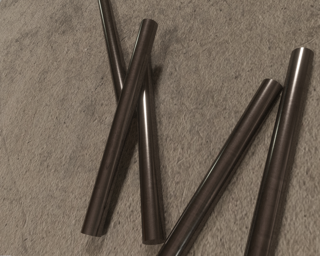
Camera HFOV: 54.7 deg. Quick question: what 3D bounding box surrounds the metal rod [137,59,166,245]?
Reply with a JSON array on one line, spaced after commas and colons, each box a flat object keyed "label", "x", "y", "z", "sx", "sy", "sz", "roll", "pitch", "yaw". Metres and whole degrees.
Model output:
[{"label": "metal rod", "x": -0.018, "y": -0.003, "z": 0.413, "sx": 0.025, "sy": 0.025, "sz": 0.299, "roll": -17, "pitch": 55, "yaw": 18}]

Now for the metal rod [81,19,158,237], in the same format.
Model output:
[{"label": "metal rod", "x": -0.049, "y": -0.013, "z": 0.410, "sx": 0.025, "sy": 0.025, "sz": 0.299, "roll": 4, "pitch": 71, "yaw": 29}]

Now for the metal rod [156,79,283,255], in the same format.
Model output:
[{"label": "metal rod", "x": 0.051, "y": 0.071, "z": 0.332, "sx": 0.025, "sy": 0.025, "sz": 0.300, "roll": 25, "pitch": 75, "yaw": 36}]

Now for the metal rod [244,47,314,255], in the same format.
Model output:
[{"label": "metal rod", "x": 0.119, "y": 0.043, "z": 0.314, "sx": 0.025, "sy": 0.025, "sz": 0.300, "roll": 8, "pitch": 65, "yaw": 31}]

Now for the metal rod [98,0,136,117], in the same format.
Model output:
[{"label": "metal rod", "x": -0.078, "y": -0.135, "z": 0.525, "sx": 0.025, "sy": 0.025, "sz": 0.299, "roll": -25, "pitch": 53, "yaw": 12}]
